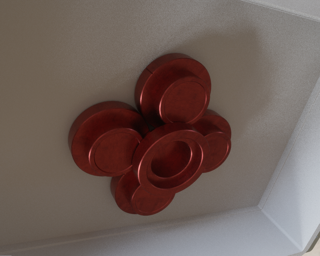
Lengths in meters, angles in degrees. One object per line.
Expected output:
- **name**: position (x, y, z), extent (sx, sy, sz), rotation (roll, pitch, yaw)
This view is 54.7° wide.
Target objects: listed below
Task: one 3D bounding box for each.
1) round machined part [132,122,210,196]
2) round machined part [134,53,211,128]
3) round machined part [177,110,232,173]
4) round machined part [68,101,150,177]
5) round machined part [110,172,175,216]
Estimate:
- **round machined part**: position (0.011, 0.035, 0.395), extent (0.099, 0.042, 0.097), rotation (-14, 124, -21)
- **round machined part**: position (0.022, -0.039, 0.382), extent (0.099, 0.042, 0.097), rotation (-14, 124, -21)
- **round machined part**: position (0.062, 0.026, 0.444), extent (0.099, 0.042, 0.097), rotation (-14, 124, -21)
- **round machined part**: position (-0.057, 0.020, 0.376), extent (0.099, 0.042, 0.097), rotation (-14, 124, -21)
- **round machined part**: position (-0.016, 0.084, 0.438), extent (0.099, 0.042, 0.097), rotation (-14, 123, -22)
